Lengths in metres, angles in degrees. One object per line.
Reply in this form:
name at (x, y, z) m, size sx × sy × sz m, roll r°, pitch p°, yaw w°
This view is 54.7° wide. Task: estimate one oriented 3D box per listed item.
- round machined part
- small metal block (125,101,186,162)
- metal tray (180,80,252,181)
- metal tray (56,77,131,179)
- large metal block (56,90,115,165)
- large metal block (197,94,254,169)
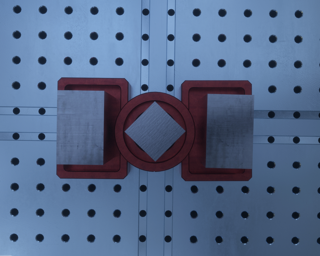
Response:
round machined part at (-0.006, 0.005, 0.396) m, size 0.099 × 0.042 × 0.097 m, roll 0°, pitch 90°, yaw 0°
small metal block at (-0.006, 0.004, 0.372) m, size 0.050 × 0.025 × 0.050 m, roll 45°, pitch 90°, yaw 0°
metal tray at (0.073, 0.003, 0.410) m, size 0.091 × 0.030 × 0.129 m, roll 0°, pitch 90°, yaw 0°
metal tray at (-0.086, 0.000, 0.409) m, size 0.091 × 0.030 × 0.129 m, roll 1°, pitch 90°, yaw 0°
large metal block at (-0.085, -0.001, 0.372) m, size 0.050 × 0.080 × 0.080 m, roll 1°, pitch 90°, yaw 0°
large metal block at (0.075, 0.003, 0.373) m, size 0.050 × 0.080 × 0.080 m, roll 2°, pitch 90°, yaw 0°
